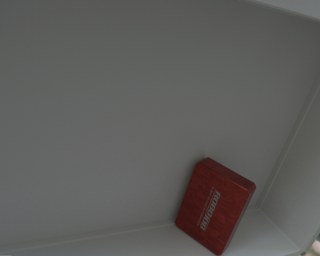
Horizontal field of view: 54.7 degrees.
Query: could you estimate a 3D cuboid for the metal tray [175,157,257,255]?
[{"bbox_3d":[0.083,0.123,0.488,0.030,0.090,0.129,-19,131,-52],"label":"metal tray"}]
